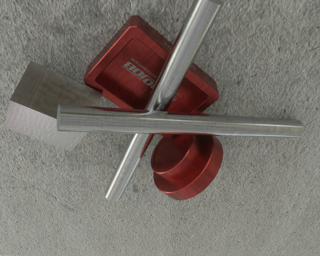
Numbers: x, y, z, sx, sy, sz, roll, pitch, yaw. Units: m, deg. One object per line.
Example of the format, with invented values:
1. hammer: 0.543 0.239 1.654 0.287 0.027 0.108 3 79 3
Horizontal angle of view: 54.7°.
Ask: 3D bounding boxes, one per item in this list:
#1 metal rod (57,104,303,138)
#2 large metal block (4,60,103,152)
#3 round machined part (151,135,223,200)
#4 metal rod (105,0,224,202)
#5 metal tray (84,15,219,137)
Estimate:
1. metal rod: 0.044 -0.004 0.348 0.303 0.025 0.025 2 133 -25
2. large metal block: -0.123 -0.020 0.353 0.080 0.050 0.080 24 151 -20
3. round machined part: 0.027 0.037 0.392 0.098 0.098 0.042 -34 122 25
4. metal rod: -0.012 -0.009 0.359 0.025 0.025 0.298 17 128 -14
5. metal tray: -0.008 -0.053 0.358 0.130 0.030 0.090 34 122 -26
